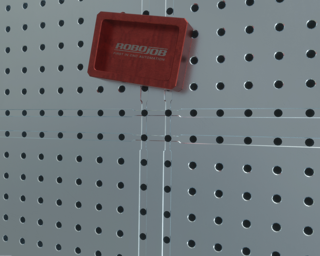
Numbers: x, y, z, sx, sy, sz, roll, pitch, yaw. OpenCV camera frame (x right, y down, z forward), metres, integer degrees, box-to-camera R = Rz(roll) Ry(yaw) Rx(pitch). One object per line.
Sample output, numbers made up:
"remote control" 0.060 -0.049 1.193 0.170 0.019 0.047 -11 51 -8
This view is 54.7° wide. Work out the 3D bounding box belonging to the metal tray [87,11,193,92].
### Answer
"metal tray" -0.028 -0.104 0.418 0.130 0.030 0.089 12 94 19
